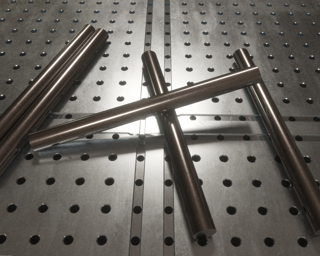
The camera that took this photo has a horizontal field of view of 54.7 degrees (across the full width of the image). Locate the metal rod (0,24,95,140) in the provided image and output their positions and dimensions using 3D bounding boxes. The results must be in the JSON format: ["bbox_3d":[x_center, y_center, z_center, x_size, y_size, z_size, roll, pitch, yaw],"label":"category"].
[{"bbox_3d":[-0.175,-0.066,0.460,0.025,0.025,0.301,15,51,12],"label":"metal rod"}]

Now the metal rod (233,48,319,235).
[{"bbox_3d":[0.153,-0.008,0.415,0.025,0.025,0.300,-6,50,-5],"label":"metal rod"}]

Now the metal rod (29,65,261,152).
[{"bbox_3d":[-0.016,-0.026,0.400,0.302,0.025,0.025,-17,52,-4],"label":"metal rod"}]

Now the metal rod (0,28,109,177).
[{"bbox_3d":[-0.151,-0.056,0.452,0.025,0.025,0.301,15,51,12],"label":"metal rod"}]

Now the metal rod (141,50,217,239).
[{"bbox_3d":[0.014,-0.004,0.410,0.025,0.025,0.300,-9,51,-8],"label":"metal rod"}]
